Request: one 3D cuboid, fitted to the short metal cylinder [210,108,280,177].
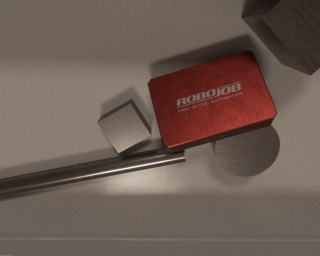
[{"bbox_3d":[0.108,0.017,0.406,0.081,0.050,0.079,0,110,-1],"label":"short metal cylinder"}]

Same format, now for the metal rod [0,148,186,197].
[{"bbox_3d":[-0.115,0.063,0.432,0.302,0.025,0.025,-11,110,3],"label":"metal rod"}]

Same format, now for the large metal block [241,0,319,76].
[{"bbox_3d":[0.145,-0.111,0.343,0.080,0.080,0.050,43,104,-14],"label":"large metal block"}]

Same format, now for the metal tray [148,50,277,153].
[{"bbox_3d":[0.059,-0.031,0.371,0.131,0.030,0.090,-16,71,5],"label":"metal tray"}]

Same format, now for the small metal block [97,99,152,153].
[{"bbox_3d":[-0.046,-0.003,0.410,0.050,0.025,0.050,-29,108,10],"label":"small metal block"}]
